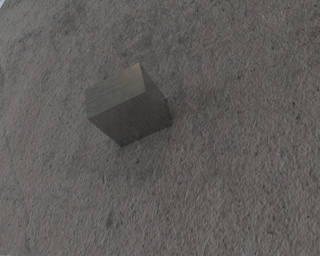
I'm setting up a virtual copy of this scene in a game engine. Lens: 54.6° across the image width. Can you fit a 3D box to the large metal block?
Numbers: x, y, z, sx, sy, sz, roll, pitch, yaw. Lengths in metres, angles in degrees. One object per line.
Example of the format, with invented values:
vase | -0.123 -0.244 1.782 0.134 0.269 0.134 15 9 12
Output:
large metal block | -0.040 -0.027 0.407 0.080 0.080 0.050 -24 53 14
